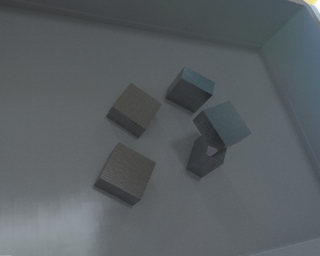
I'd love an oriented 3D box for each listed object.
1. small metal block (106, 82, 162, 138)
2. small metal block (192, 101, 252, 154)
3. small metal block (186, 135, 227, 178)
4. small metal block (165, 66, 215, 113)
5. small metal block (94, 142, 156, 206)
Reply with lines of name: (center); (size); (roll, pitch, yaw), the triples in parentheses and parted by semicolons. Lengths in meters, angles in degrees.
small metal block: (-0.033, -0.023, 0.403); (0.050, 0.025, 0.050); (35, 51, -6)
small metal block: (0.077, -0.002, 0.386); (0.050, 0.025, 0.050); (-20, 72, -36)
small metal block: (0.063, 0.031, 0.407); (0.025, 0.050, 0.050); (30, 52, -9)
small metal block: (0.043, -0.054, 0.448); (0.050, 0.050, 0.025); (26, 53, -12)
small metal block: (-0.039, 0.052, 0.354); (0.050, 0.025, 0.050); (31, 52, -9)
